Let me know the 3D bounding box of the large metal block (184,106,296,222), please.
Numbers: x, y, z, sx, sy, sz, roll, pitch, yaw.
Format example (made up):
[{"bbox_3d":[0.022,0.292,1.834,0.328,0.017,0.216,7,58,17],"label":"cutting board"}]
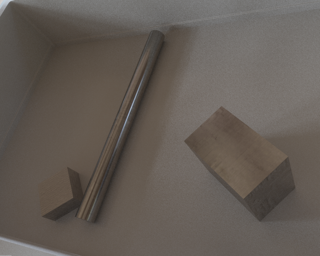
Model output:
[{"bbox_3d":[0.080,0.036,0.306,0.050,0.080,0.080,-43,51,-2],"label":"large metal block"}]

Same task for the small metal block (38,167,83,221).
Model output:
[{"bbox_3d":[-0.134,0.089,0.419,0.050,0.025,0.050,-31,52,7],"label":"small metal block"}]

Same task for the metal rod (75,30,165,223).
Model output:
[{"bbox_3d":[-0.049,-0.017,0.440,0.025,0.025,0.300,5,64,30],"label":"metal rod"}]
